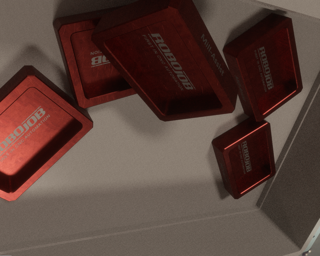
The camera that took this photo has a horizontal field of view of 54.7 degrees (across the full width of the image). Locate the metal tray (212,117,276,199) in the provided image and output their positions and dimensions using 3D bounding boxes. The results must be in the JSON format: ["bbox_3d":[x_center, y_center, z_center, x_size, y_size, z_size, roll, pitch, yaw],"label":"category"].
[{"bbox_3d":[0.144,0.051,0.518,0.090,0.030,0.129,-30,129,-9],"label":"metal tray"}]

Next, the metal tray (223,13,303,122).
[{"bbox_3d":[0.150,-0.081,0.439,0.090,0.030,0.130,-36,130,-5],"label":"metal tray"}]

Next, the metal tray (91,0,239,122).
[{"bbox_3d":[0.010,-0.060,0.298,0.130,0.090,0.030,49,47,-40],"label":"metal tray"}]

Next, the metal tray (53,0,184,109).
[{"bbox_3d":[-0.037,-0.082,0.335,0.131,0.030,0.089,-19,126,-18],"label":"metal tray"}]

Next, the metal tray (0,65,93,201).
[{"bbox_3d":[-0.149,0.009,0.329,0.130,0.030,0.090,-43,130,1],"label":"metal tray"}]
